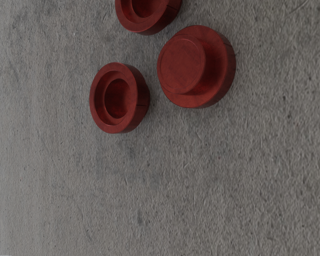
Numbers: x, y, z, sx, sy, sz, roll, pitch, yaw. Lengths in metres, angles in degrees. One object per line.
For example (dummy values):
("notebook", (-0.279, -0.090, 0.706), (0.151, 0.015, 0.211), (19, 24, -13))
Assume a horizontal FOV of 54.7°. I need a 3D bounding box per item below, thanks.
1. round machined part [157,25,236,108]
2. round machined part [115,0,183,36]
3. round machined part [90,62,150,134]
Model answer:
("round machined part", (0.035, -0.072, 0.365), (0.098, 0.042, 0.097), (0, 90, 40))
("round machined part", (-0.010, -0.169, 0.402), (0.098, 0.042, 0.097), (0, 90, 40))
("round machined part", (-0.052, -0.041, 0.437), (0.098, 0.042, 0.097), (0, 90, 40))
